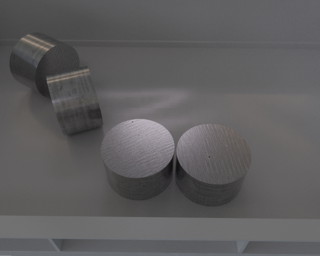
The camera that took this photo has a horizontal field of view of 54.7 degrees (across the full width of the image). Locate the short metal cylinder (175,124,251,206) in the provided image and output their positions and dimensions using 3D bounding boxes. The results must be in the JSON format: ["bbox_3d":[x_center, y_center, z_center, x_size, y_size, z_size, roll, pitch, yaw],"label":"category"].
[{"bbox_3d":[0.058,0.042,0.354,0.080,0.050,0.080,0,50,0],"label":"short metal cylinder"}]

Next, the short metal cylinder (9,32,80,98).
[{"bbox_3d":[-0.163,-0.089,0.443,0.050,0.080,0.080,27,55,21],"label":"short metal cylinder"}]

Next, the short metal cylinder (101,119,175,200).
[{"bbox_3d":[-0.024,0.036,0.358,0.080,0.050,0.080,0,50,0],"label":"short metal cylinder"}]

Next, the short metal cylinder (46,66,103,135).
[{"bbox_3d":[-0.108,-0.035,0.398,0.050,0.080,0.080,-16,52,-13],"label":"short metal cylinder"}]
